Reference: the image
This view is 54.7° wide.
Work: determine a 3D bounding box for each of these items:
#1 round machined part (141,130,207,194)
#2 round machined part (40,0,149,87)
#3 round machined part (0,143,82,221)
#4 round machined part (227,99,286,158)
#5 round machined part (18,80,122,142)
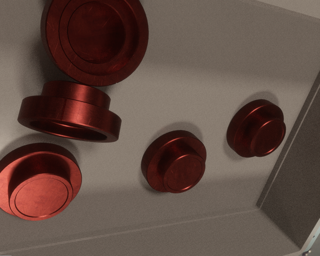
[{"bbox_3d":[0.026,0.055,0.448,0.099,0.042,0.097,-14,125,-21],"label":"round machined part"},{"bbox_3d":[-0.064,-0.092,0.299,0.099,0.042,0.097,-12,114,-29],"label":"round machined part"},{"bbox_3d":[-0.141,0.069,0.364,0.099,0.042,0.097,-14,125,-21],"label":"round machined part"},{"bbox_3d":[0.159,0.007,0.492,0.099,0.042,0.097,-14,125,-21],"label":"round machined part"},{"bbox_3d":[-0.088,-0.017,0.316,0.099,0.098,0.042,18,74,-36],"label":"round machined part"}]
